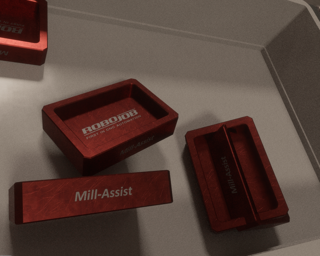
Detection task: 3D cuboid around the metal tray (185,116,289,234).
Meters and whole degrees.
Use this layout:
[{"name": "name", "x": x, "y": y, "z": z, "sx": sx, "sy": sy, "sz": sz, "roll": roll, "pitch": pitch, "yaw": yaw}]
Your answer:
[{"name": "metal tray", "x": 0.091, "y": 0.057, "z": 0.390, "sx": 0.090, "sy": 0.030, "sz": 0.130, "roll": -15, "pitch": 65, "yaw": 1}]

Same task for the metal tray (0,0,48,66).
[{"name": "metal tray", "x": -0.205, "y": -0.127, "z": 0.369, "sx": 0.131, "sy": 0.030, "sz": 0.090, "roll": 4, "pitch": 60, "yaw": -27}]

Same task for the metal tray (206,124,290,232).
[{"name": "metal tray", "x": 0.116, "y": 0.065, "z": 0.408, "sx": 0.091, "sy": 0.030, "sz": 0.130, "roll": 14, "pitch": 53, "yaw": -44}]

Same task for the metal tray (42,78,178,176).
[{"name": "metal tray", "x": -0.055, "y": -0.008, "z": 0.359, "sx": 0.131, "sy": 0.030, "sz": 0.090, "roll": -26, "pitch": 55, "yaw": -37}]

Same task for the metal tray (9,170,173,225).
[{"name": "metal tray", "x": -0.066, "y": 0.063, "z": 0.288, "sx": 0.131, "sy": 0.090, "sz": 0.030, "roll": 0, "pitch": 77, "yaw": -29}]
